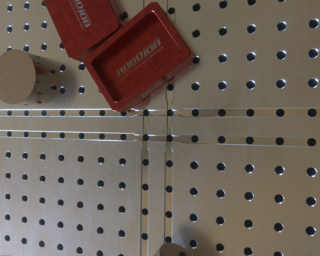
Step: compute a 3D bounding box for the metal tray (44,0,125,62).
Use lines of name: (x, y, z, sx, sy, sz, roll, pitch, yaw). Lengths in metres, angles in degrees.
metal tray: (-0.112, -0.174, 0.450, 0.090, 0.030, 0.130, -28, 81, 17)

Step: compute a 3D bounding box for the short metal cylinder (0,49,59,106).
short metal cylinder: (-0.204, -0.074, 0.471, 0.080, 0.050, 0.079, 0, 90, 20)

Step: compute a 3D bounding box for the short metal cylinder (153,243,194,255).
short metal cylinder: (0.017, 0.189, 0.377, 0.080, 0.080, 0.050, 41, 103, 15)

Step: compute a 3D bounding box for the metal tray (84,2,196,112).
metal tray: (-0.029, -0.092, 0.420, 0.130, 0.030, 0.090, -35, 79, 16)
